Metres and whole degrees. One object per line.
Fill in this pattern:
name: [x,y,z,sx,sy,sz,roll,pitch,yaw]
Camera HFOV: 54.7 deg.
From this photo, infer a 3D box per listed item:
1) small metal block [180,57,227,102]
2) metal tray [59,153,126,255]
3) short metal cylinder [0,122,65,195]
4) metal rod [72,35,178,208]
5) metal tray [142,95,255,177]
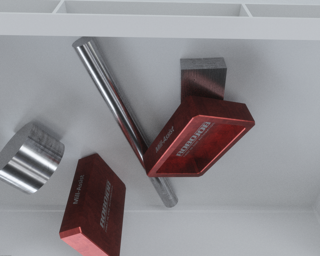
small metal block: [0.049,-0.054,0.364,0.050,0.025,0.050,-2,130,1]
metal tray: [-0.087,0.111,0.433,0.030,0.130,0.090,-21,127,16]
short metal cylinder: [-0.172,0.039,0.404,0.080,0.080,0.050,-33,123,24]
metal rod: [-0.032,0.014,0.420,0.025,0.025,0.299,-15,129,12]
metal tray: [0.045,0.017,0.393,0.091,0.030,0.129,5,140,-29]
